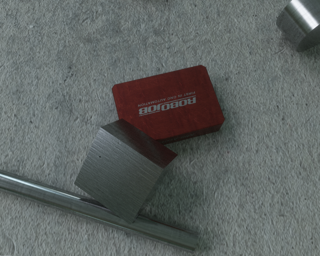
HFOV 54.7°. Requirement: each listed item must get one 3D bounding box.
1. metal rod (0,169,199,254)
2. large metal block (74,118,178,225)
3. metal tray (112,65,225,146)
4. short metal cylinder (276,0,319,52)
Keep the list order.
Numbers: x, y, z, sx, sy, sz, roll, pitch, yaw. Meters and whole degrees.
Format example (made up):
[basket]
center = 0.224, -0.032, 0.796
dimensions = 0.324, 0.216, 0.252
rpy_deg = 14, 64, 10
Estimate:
[metal rod]
center = -0.103, 0.092, 0.373
dimensions = 0.301, 0.025, 0.025
rpy_deg = 16, 71, 5
[large metal block]
center = -0.039, 0.047, 0.356
dimensions = 0.080, 0.050, 0.080
rpy_deg = 33, 111, 11
[metal tray]
center = 0.010, -0.027, 0.415
dimensions = 0.131, 0.030, 0.090
rpy_deg = -14, 71, -6
[short metal cylinder]
center = 0.215, -0.154, 0.438
dimensions = 0.080, 0.080, 0.050
rpy_deg = -26, 73, -9
